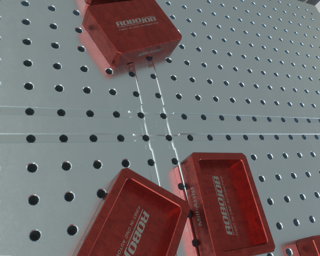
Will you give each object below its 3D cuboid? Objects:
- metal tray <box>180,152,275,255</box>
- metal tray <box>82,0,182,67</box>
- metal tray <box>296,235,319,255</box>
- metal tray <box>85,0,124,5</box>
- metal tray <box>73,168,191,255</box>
[{"bbox_3d":[0.083,0.096,0.392,0.091,0.030,0.130,3,60,-27],"label":"metal tray"},{"bbox_3d":[-0.040,-0.151,0.477,0.131,0.030,0.090,-26,76,-37],"label":"metal tray"},{"bbox_3d":[0.260,0.192,0.430,0.131,0.030,0.090,3,60,-27],"label":"metal tray"},{"bbox_3d":[-0.094,-0.261,0.514,0.091,0.030,0.130,-11,67,-33],"label":"metal tray"},{"bbox_3d":[-0.030,0.117,0.318,0.090,0.030,0.130,32,51,-8],"label":"metal tray"}]
